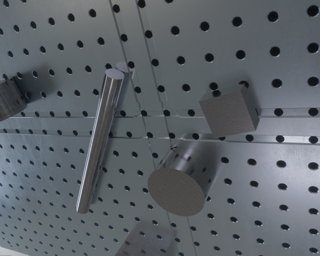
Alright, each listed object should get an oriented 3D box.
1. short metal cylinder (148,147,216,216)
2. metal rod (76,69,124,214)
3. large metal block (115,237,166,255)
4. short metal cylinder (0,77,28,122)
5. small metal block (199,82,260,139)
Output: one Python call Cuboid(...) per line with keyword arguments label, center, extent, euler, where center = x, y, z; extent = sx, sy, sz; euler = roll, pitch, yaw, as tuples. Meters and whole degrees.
Cuboid(label="short metal cylinder", center=(0.030, 0.073, 0.424), extent=(0.080, 0.050, 0.079), euler=(13, 124, 21))
Cuboid(label="metal rod", center=(-0.101, 0.040, 0.489), extent=(0.025, 0.025, 0.298), euler=(29, 128, 10))
Cuboid(label="large metal block", center=(-0.036, 0.262, 0.576), extent=(0.080, 0.050, 0.079), euler=(12, 124, 21))
Cuboid(label="short metal cylinder", center=(-0.259, -0.041, 0.487), extent=(0.080, 0.080, 0.050), euler=(-7, 115, 31))
Cuboid(label="small metal block", center=(0.080, -0.019, 0.357), extent=(0.050, 0.025, 0.050), euler=(-13, 112, 33))
